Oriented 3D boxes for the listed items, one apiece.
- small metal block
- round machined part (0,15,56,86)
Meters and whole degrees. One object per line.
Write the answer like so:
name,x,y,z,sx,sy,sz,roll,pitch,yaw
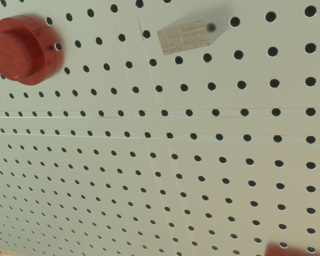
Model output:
small metal block,0.032,-0.098,0.316,0.050,0.050,0.025,-5,116,30
round machined part,-0.201,-0.105,0.439,0.098,0.042,0.097,13,124,20
